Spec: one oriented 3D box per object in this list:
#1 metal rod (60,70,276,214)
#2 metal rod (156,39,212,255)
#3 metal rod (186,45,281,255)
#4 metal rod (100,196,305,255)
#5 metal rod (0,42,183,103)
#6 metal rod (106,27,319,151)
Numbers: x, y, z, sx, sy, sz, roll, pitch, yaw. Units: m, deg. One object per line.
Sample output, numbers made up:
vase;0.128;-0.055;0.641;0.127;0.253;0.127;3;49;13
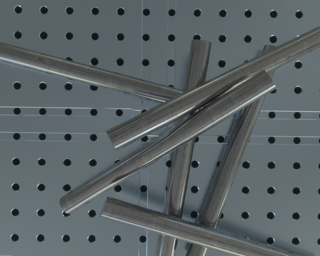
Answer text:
metal rod;-0.002;0.025;0.376;0.300;0.025;0.025;-33;90;15
metal rod;0.028;0.041;0.396;0.025;0.025;0.298;9;97;0
metal rod;0.098;0.034;0.413;0.025;0.025;0.299;21;90;0
metal rod;0.074;0.142;0.389;0.302;0.025;0.025;19;90;-10
metal rod;-0.086;-0.068;0.412;0.301;0.025;0.025;15;90;0
metal rod;0.078;-0.053;0.369;0.302;0.025;0.025;-27;90;-13
